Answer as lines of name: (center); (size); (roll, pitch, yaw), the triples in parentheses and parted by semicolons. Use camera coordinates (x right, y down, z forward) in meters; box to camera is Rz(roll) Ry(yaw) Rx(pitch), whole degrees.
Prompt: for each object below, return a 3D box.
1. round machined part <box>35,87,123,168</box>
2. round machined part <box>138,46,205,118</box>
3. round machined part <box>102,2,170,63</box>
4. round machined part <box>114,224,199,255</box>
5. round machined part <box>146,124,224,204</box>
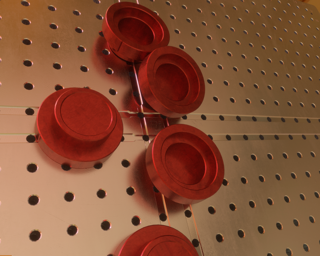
round machined part: (-0.089, -0.007, 0.355); (0.099, 0.042, 0.098); (14, 56, -21)
round machined part: (0.012, -0.061, 0.433); (0.099, 0.042, 0.098); (11, 69, -31)
round machined part: (-0.039, -0.137, 0.460); (0.099, 0.042, 0.098); (14, 55, -20)
round machined part: (0.003, 0.146, 0.311); (0.099, 0.042, 0.098); (14, 56, -21)
round machined part: (0.027, 0.047, 0.385); (0.099, 0.042, 0.098); (14, 56, -21)
